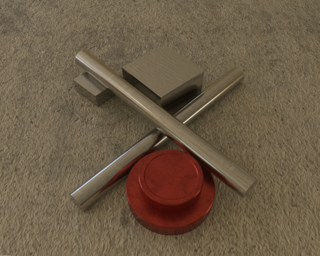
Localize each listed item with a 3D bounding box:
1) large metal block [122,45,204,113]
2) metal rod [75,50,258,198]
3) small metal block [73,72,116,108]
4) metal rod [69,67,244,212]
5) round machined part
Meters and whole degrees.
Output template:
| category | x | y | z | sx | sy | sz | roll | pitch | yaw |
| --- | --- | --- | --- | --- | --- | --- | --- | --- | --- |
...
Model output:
| category | x | y | z | sx | sy | sz | roll | pitch | yaw |
| --- | --- | --- | --- | --- | --- | --- | --- | --- | --- |
| large metal block | 0.004 | -0.066 | 0.445 | 0.080 | 0.050 | 0.080 | -34 | 58 | -26 |
| metal rod | -0.011 | -0.020 | 0.389 | 0.025 | 0.025 | 0.300 | -36 | 59 | -27 |
| small metal block | -0.090 | -0.063 | 0.458 | 0.050 | 0.025 | 0.050 | 35 | 58 | 25 |
| metal rod | 0.014 | 0.000 | 0.407 | 0.025 | 0.025 | 0.302 | 37 | 59 | 26 |
| round machined part | 0.012 | 0.062 | 0.341 | 0.099 | 0.042 | 0.098 | 0 | 50 | 0 |
